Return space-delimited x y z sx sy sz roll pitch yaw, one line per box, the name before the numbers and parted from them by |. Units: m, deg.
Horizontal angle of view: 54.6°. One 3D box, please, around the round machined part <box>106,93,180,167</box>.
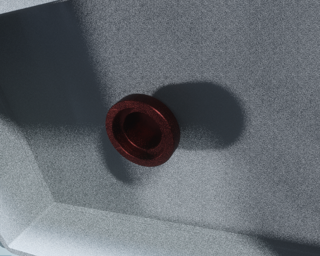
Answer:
round machined part | -0.019 -0.001 0.408 0.098 0.042 0.097 13 124 21
